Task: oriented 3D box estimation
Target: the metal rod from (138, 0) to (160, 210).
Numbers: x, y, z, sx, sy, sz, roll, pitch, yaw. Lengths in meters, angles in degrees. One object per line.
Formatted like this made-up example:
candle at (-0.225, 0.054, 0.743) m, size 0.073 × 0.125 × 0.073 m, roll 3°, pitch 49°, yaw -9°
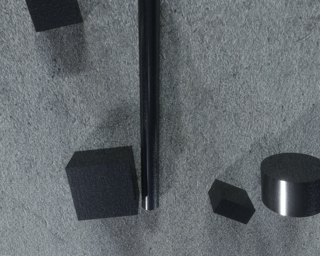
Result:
metal rod at (-0.013, -0.027, 0.399) m, size 0.025 × 0.025 × 0.298 m, roll 0°, pitch 110°, yaw -1°

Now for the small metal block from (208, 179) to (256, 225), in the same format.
small metal block at (0.099, 0.103, 0.436) m, size 0.050 × 0.050 × 0.025 m, roll 22°, pitch 109°, yaw -8°

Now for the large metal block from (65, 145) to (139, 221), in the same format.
large metal block at (-0.074, 0.074, 0.423) m, size 0.080 × 0.050 × 0.079 m, roll -6°, pitch 110°, yaw 2°

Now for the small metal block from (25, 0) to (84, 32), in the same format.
small metal block at (-0.122, -0.142, 0.356) m, size 0.050 × 0.025 × 0.050 m, roll -12°, pitch 110°, yaw 4°

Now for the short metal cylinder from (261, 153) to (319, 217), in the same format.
short metal cylinder at (0.176, 0.073, 0.410) m, size 0.080 × 0.080 × 0.050 m, roll -8°, pitch 110°, yaw 2°
